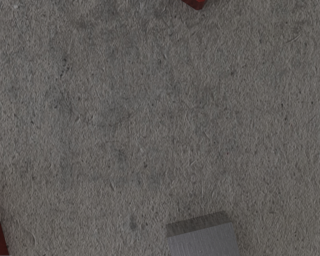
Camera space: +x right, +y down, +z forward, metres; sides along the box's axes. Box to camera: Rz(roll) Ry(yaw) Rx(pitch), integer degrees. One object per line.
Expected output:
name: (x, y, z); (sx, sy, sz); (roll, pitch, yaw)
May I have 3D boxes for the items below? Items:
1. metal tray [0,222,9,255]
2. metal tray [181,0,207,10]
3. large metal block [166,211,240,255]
metal tray: (-0.263, 0.130, 0.405); (0.090, 0.030, 0.129); (-15, 90, 0)
metal tray: (0.024, -0.230, 0.407); (0.130, 0.030, 0.090); (33, 90, 0)
large metal block: (0.057, 0.161, 0.398); (0.080, 0.050, 0.080); (-14, 90, 0)
